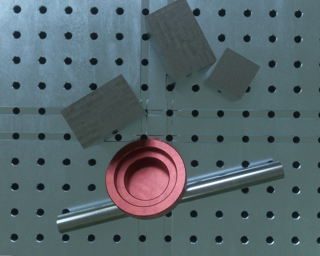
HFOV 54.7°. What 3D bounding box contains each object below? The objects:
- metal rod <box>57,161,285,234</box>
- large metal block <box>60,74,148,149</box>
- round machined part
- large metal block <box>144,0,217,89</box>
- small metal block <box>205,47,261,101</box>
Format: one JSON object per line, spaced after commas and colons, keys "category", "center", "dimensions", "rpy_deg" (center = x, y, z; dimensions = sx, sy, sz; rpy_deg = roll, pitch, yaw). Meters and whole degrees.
{"category": "metal rod", "center": [0.014, 0.092, 0.413], "dimensions": [0.302, 0.025, 0.025], "rpy_deg": [-14, 90, 0]}
{"category": "large metal block", "center": [-0.064, -0.019, 0.385], "dimensions": [0.080, 0.080, 0.050], "rpy_deg": [-32, 90, 0]}
{"category": "round machined part", "center": [-0.015, 0.066, 0.391], "dimensions": [0.099, 0.042, 0.098], "rpy_deg": [-3, 62, 6]}
{"category": "large metal block", "center": [0.023, -0.100, 0.386], "dimensions": [0.050, 0.080, 0.080], "rpy_deg": [-27, 90, 0]}
{"category": "small metal block", "center": [0.096, -0.071, 0.414], "dimensions": [0.050, 0.025, 0.050], "rpy_deg": [31, 90, 0]}
